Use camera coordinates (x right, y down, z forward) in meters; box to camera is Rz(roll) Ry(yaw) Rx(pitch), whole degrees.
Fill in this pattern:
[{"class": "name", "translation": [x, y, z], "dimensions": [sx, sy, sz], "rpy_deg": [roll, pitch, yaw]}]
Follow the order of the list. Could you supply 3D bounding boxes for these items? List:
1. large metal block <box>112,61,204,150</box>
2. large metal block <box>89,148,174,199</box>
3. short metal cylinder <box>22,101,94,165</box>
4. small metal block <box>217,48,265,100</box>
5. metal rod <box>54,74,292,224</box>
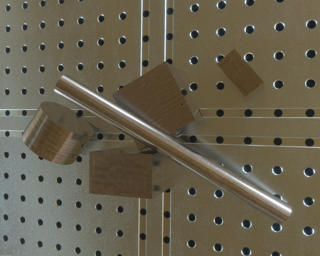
[{"class": "large metal block", "translation": [-0.001, -0.027, 0.399], "dimensions": [0.080, 0.050, 0.080], "rpy_deg": [-29, 81, 17]}, {"class": "large metal block", "translation": [-0.033, 0.053, 0.394], "dimensions": [0.080, 0.080, 0.050], "rpy_deg": [1, 90, 19]}, {"class": "short metal cylinder", "translation": [-0.141, 0.006, 0.431], "dimensions": [0.080, 0.080, 0.050], "rpy_deg": [39, 102, 15]}, {"class": "small metal block", "translation": [0.097, -0.061, 0.365], "dimensions": [0.025, 0.050, 0.050], "rpy_deg": [-40, 78, 15]}, {"class": "metal rod", "translation": [0.016, 0.025, 0.359], "dimensions": [0.301, 0.025, 0.025], "rpy_deg": [30, 100, -1]}]
